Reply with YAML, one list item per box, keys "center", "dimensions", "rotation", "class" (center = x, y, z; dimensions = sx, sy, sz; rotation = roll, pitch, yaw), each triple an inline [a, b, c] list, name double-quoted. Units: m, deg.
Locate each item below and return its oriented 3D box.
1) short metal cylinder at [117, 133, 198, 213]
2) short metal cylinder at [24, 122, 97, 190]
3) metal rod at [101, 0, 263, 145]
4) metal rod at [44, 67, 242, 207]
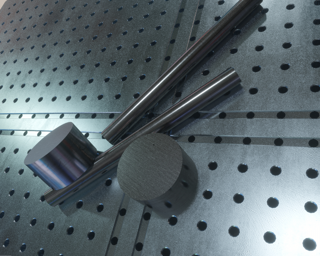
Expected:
- center: [-0.002, 0.052, 0.361]
  dimensions: [0.080, 0.050, 0.080]
  rotation: [-13, 56, 21]
  class: "short metal cylinder"
- center: [-0.134, 0.037, 0.420]
  dimensions: [0.080, 0.050, 0.080]
  rotation: [-29, 26, 16]
  class: "short metal cylinder"
- center: [0.033, -0.089, 0.445]
  dimensions: [0.300, 0.025, 0.025]
  rotation: [-44, 51, -3]
  class: "metal rod"
- center: [-0.027, 0.015, 0.413]
  dimensions: [0.300, 0.025, 0.025]
  rotation: [-34, 51, 6]
  class: "metal rod"
